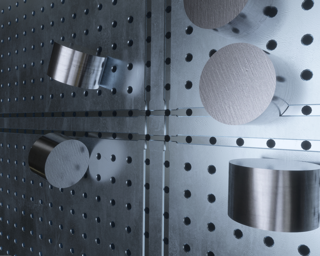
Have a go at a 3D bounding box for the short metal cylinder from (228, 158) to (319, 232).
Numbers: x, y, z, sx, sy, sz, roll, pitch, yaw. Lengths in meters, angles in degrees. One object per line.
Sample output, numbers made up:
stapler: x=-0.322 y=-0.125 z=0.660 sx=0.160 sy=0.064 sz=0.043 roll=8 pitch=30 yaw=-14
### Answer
short metal cylinder: x=0.104 y=0.058 z=0.287 sx=0.080 sy=0.081 sz=0.050 roll=2 pitch=92 yaw=39

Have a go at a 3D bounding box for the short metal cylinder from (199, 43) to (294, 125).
short metal cylinder: x=0.088 y=-0.043 z=0.319 sx=0.080 sy=0.050 sz=0.079 roll=0 pitch=90 yaw=39

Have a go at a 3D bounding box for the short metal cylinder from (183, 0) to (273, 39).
short metal cylinder: x=0.073 y=-0.141 z=0.332 sx=0.080 sy=0.050 sz=0.079 roll=0 pitch=90 yaw=40

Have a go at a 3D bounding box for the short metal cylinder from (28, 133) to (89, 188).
short metal cylinder: x=-0.164 y=0.052 z=0.506 sx=0.050 sy=0.081 sz=0.079 roll=16 pitch=100 yaw=38

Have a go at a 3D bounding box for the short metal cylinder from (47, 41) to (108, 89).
short metal cylinder: x=-0.127 y=-0.097 z=0.475 sx=0.080 sy=0.081 sz=0.050 roll=31 pitch=109 yaw=35
